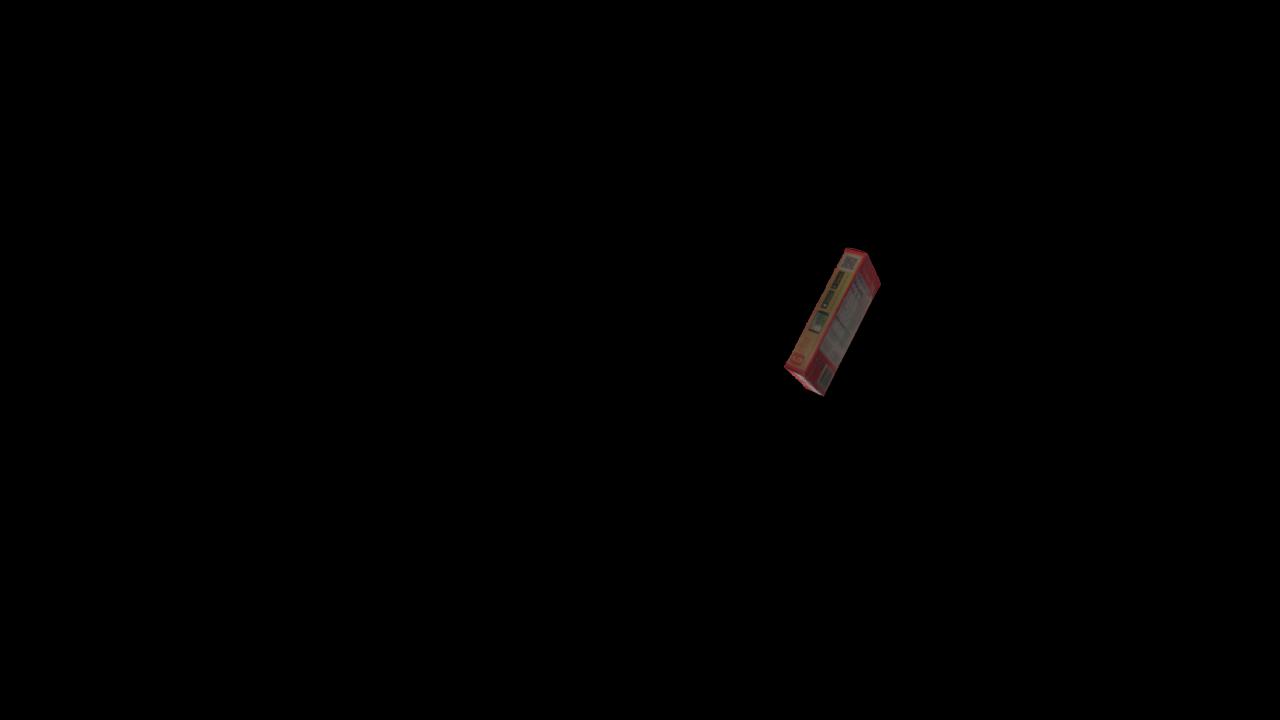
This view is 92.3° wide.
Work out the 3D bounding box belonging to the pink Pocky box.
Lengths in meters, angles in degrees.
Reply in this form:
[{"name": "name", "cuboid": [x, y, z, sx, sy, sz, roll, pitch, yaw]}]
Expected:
[{"name": "pink Pocky box", "cuboid": [0.223, -0.041, 0.703, 0.029, 0.155, 0.084, 26, -3, 36]}]
